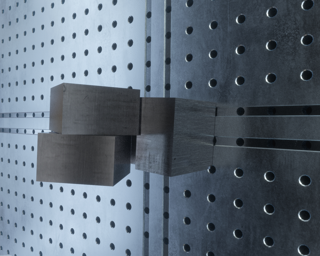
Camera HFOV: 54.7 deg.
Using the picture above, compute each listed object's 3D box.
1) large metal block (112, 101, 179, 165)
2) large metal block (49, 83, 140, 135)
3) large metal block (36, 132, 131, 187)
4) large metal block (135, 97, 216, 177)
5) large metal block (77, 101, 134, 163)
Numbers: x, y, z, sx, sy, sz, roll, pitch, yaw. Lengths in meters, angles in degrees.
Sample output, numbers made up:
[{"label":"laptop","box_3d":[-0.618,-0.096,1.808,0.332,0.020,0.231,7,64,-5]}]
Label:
[{"label":"large metal block","box_3d":[-0.022,0.004,0.406,0.080,0.050,0.079,4,92,39]},{"label":"large metal block","box_3d":[-0.077,-0.020,0.351,0.080,0.081,0.050,6,93,62]},{"label":"large metal block","box_3d":[-0.081,0.030,0.351,0.080,0.080,0.050,3,92,6]},{"label":"large metal block","box_3d":[0.020,0.008,0.355,0.050,0.081,0.079,5,93,39]},{"label":"large metal block","box_3d":[-0.082,0.004,0.439,0.050,0.081,0.079,3,92,40]}]
